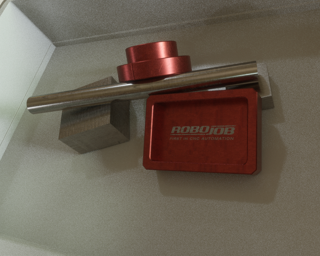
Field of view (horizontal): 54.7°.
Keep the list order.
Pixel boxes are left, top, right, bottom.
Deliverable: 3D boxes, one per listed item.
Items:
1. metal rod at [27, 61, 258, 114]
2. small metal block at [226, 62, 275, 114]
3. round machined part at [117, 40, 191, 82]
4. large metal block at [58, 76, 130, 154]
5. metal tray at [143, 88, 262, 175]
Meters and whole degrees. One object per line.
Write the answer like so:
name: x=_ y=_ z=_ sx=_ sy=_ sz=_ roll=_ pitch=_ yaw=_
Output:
metal rod: x=-0.034 y=-0.048 z=0.392 sx=0.301 sy=0.025 sz=0.025 roll=-6 pitch=59 yaw=16
small metal block: x=0.108 y=-0.047 z=0.375 sx=0.050 sy=0.025 sz=0.050 roll=-11 pitch=57 yaw=22
round machined part: x=-0.009 y=-0.089 z=0.412 sx=0.098 sy=0.098 sz=0.042 roll=-4 pitch=100 yaw=26
large metal block: x=-0.092 y=-0.017 z=0.443 sx=0.080 sy=0.050 sz=0.080 roll=-16 pitch=55 yaw=18
metal tray: x=0.046 y=0.005 z=0.354 sx=0.130 sy=0.030 sz=0.090 roll=-1 pitch=80 yaw=26
